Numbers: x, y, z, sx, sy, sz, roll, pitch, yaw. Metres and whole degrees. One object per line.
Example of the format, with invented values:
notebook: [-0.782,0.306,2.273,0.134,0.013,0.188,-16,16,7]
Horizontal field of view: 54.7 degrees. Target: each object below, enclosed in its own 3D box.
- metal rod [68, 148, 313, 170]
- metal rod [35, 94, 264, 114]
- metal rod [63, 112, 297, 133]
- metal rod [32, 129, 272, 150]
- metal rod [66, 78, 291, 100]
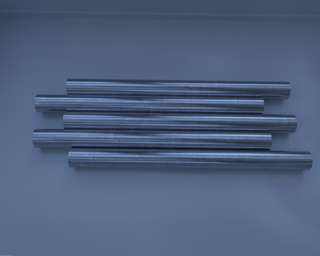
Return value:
metal rod: [0.038,0.040,0.394,0.302,0.025,0.025,1,70,0]
metal rod: [-0.013,-0.031,0.419,0.302,0.025,0.025,1,70,0]
metal rod: [0.026,-0.007,0.411,0.302,0.025,0.025,1,70,0]
metal rod: [-0.009,0.015,0.402,0.302,0.025,0.025,1,70,0]
metal rod: [0.025,-0.054,0.428,0.302,0.025,0.025,1,70,0]
